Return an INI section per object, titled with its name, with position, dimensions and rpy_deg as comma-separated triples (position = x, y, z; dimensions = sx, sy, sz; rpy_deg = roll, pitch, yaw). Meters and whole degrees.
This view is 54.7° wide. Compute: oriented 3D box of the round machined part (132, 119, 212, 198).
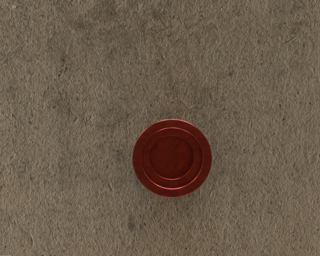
[round machined part]
position = 0.015, 0.037, 0.403
dimensions = 0.099, 0.042, 0.097
rpy_deg = 0, 90, -1
